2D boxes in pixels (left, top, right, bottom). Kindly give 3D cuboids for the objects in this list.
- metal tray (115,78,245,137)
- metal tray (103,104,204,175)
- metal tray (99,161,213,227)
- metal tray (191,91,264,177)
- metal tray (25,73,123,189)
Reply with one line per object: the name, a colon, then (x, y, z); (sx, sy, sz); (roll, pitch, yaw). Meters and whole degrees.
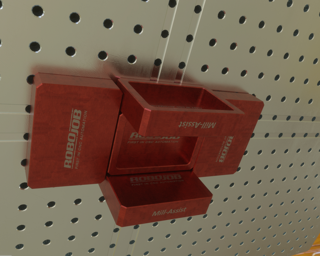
metal tray: (0.022, -0.025, 0.367); (0.131, 0.090, 0.030); (1, 118, -29)
metal tray: (-0.005, 0.014, 0.413); (0.131, 0.030, 0.089); (1, 118, -29)
metal tray: (-0.007, 0.081, 0.415); (0.131, 0.090, 0.030); (1, 118, -29)
metal tray: (0.093, 0.011, 0.466); (0.091, 0.030, 0.129); (0, 118, -30)
metal tray: (-0.101, 0.007, 0.357); (0.091, 0.030, 0.129); (1, 118, -29)
